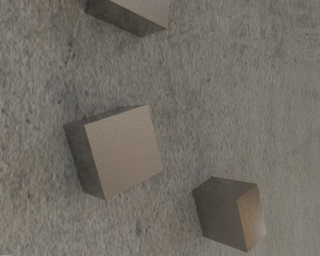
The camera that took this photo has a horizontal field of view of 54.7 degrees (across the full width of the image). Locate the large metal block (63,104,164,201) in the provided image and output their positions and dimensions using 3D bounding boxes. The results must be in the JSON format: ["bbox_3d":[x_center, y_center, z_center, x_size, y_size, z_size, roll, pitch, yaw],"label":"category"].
[{"bbox_3d":[-0.050,0.023,0.348,0.081,0.050,0.079,-22,104,-38],"label":"large metal block"}]

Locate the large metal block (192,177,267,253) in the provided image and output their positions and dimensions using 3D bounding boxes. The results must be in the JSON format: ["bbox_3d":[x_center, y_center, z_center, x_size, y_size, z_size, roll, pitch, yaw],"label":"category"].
[{"bbox_3d":[0.102,0.124,0.457,0.050,0.080,0.080,-24,105,-38],"label":"large metal block"}]

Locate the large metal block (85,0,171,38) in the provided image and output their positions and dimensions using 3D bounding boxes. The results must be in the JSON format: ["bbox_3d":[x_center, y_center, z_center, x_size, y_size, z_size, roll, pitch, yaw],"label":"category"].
[{"bbox_3d":[-0.033,-0.163,0.362,0.081,0.050,0.080,12,82,-40],"label":"large metal block"}]
